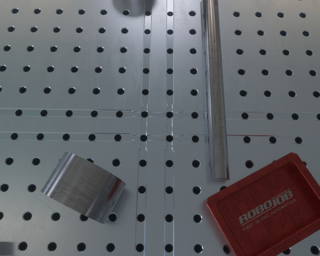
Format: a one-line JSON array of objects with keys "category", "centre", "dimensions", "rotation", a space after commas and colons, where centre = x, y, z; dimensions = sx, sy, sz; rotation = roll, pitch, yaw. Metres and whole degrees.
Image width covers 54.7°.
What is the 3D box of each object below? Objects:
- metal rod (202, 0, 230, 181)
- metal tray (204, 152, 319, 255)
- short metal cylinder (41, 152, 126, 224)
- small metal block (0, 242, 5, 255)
[{"category": "metal rod", "centre": [0.077, -0.076, 0.439], "dimensions": [0.025, 0.025, 0.299], "rotation": [1, 70, 0]}, {"category": "metal tray", "centre": [0.131, 0.098, 0.374], "dimensions": [0.131, 0.030, 0.090], "rotation": [-26, 72, -10]}, {"category": "short metal cylinder", "centre": [-0.087, 0.069, 0.357], "dimensions": [0.080, 0.080, 0.050], "rotation": [25, 72, 9]}, {"category": "small metal block", "centre": [-0.208, 0.159, 0.352], "dimensions": [0.050, 0.025, 0.050], "rotation": [-7, 70, -3]}]
